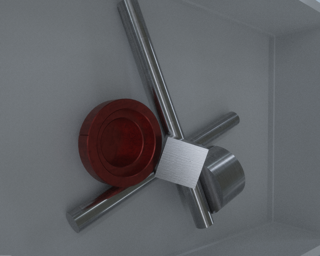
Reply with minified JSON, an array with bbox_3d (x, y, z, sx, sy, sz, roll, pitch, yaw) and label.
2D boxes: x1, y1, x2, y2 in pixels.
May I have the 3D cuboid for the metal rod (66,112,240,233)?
[{"bbox_3d":[0.014,0.043,0.418,0.302,0.025,0.025,-29,108,-37],"label":"metal rod"}]

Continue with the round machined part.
[{"bbox_3d":[-0.048,0.016,0.355,0.099,0.042,0.097,0,90,-40],"label":"round machined part"}]

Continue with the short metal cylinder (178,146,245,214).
[{"bbox_3d":[0.069,0.071,0.430,0.050,0.080,0.080,-25,106,-38],"label":"short metal cylinder"}]

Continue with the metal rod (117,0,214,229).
[{"bbox_3d":[0.010,-0.013,0.392,0.025,0.025,0.298,-25,99,-38],"label":"metal rod"}]

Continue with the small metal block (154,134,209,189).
[{"bbox_3d":[0.025,0.040,0.374,0.050,0.025,0.050,18,95,-6],"label":"small metal block"}]
